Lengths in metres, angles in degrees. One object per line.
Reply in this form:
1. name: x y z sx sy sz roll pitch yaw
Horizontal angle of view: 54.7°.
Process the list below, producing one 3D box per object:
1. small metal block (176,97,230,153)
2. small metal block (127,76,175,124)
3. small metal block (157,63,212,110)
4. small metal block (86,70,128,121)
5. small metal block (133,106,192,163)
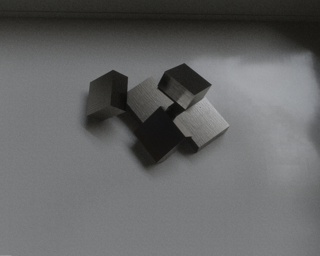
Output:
1. small metal block: 0.055 -0.004 0.410 0.050 0.025 0.050 -34 74 -12
2. small metal block: -0.016 -0.034 0.420 0.050 0.025 0.050 -36 74 -13
3. small metal block: 0.034 -0.057 0.417 0.050 0.025 0.050 41 40 13
4. small metal block: -0.069 -0.042 0.408 0.050 0.025 0.050 -17 63 40
5. small metal block: 0.003 0.008 0.393 0.050 0.025 0.050 -44 73 18
